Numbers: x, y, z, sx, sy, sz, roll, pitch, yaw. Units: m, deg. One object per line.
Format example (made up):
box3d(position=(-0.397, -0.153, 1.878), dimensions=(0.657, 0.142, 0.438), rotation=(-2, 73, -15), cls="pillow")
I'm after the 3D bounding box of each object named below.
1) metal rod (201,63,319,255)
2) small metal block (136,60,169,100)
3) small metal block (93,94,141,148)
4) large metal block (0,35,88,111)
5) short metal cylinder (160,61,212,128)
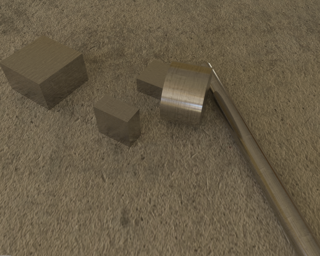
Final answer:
box3d(position=(0.110, 0.019, 0.388), dimensions=(0.025, 0.025, 0.300), rotation=(-12, 51, -10), cls="metal rod")
box3d(position=(0.000, -0.071, 0.463), dimensions=(0.050, 0.025, 0.050), rotation=(24, 54, 18), cls="small metal block")
box3d(position=(-0.053, -0.009, 0.394), dimensions=(0.050, 0.050, 0.025), rotation=(24, 54, 19), cls="small metal block")
box3d(position=(-0.167, -0.083, 0.455), dimensions=(0.080, 0.050, 0.080), rotation=(28, 55, 21), cls="large metal block")
box3d(position=(0.035, -0.044, 0.405), dimensions=(0.050, 0.080, 0.080), rotation=(13, 51, 10), cls="short metal cylinder")
